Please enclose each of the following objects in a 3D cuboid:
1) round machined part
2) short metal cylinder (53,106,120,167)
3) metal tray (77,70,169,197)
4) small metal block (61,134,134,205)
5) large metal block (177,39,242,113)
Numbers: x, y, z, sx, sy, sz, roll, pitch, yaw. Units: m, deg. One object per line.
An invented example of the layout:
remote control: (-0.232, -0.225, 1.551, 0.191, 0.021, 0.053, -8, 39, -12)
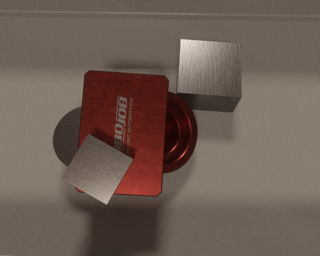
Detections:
round machined part: (-0.005, 0.005, 0.383, 0.099, 0.042, 0.097, 1, 87, -32)
short metal cylinder: (-0.085, 0.018, 0.387, 0.081, 0.050, 0.080, 0, 72, 1)
metal tray: (-0.040, 0.006, 0.341, 0.091, 0.030, 0.129, 4, 85, -2)
small metal block: (-0.060, 0.040, 0.309, 0.050, 0.025, 0.050, 30, 85, 0)
large metal block: (0.065, -0.070, 0.423, 0.081, 0.050, 0.080, 4, 70, 1)
